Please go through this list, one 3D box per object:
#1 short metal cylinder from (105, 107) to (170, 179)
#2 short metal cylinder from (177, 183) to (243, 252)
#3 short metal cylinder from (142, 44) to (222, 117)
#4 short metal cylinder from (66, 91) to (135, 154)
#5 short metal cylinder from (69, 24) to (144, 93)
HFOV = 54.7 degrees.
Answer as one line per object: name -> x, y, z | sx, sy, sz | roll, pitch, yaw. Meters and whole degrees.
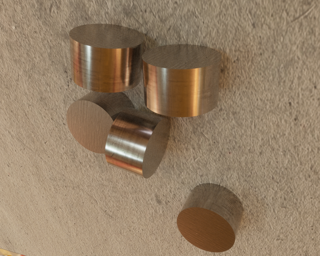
short metal cylinder -> -0.026, 0.018, 0.397 | 0.050, 0.080, 0.079 | 18, 126, 18
short metal cylinder -> 0.070, 0.124, 0.431 | 0.080, 0.050, 0.079 | 13, 124, 21
short metal cylinder -> 0.022, -0.052, 0.327 | 0.080, 0.080, 0.050 | 12, 124, 21
short metal cylinder -> -0.079, -0.012, 0.425 | 0.080, 0.050, 0.079 | 13, 124, 21
short metal cylinder -> -0.060, -0.081, 0.353 | 0.080, 0.080, 0.050 | 20, 126, 16
